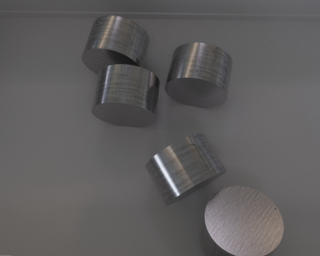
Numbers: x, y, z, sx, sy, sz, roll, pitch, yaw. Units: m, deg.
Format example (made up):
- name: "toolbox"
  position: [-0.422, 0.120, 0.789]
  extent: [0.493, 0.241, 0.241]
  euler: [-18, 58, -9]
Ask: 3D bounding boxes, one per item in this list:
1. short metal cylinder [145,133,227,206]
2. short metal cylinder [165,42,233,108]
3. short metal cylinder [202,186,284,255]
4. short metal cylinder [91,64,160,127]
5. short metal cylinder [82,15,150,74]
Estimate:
- name: "short metal cylinder"
  position: [0.030, 0.049, 0.363]
  extent: [0.080, 0.080, 0.050]
  euler: [-27, 73, -9]
- name: "short metal cylinder"
  position: [0.051, -0.067, 0.405]
  extent: [0.080, 0.080, 0.050]
  euler: [12, 71, 4]
- name: "short metal cylinder"
  position: [0.088, 0.112, 0.342]
  extent: [0.080, 0.050, 0.080]
  euler: [-1, 47, 2]
- name: "short metal cylinder"
  position: [-0.042, -0.038, 0.394]
  extent: [0.080, 0.080, 0.050]
  euler: [5, 70, 2]
- name: "short metal cylinder"
  position: [-0.059, -0.104, 0.418]
  extent: [0.080, 0.080, 0.050]
  euler: [11, 71, 4]
